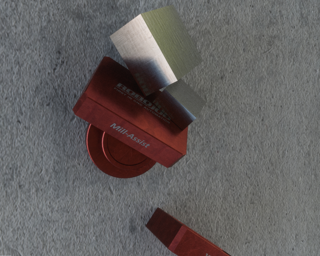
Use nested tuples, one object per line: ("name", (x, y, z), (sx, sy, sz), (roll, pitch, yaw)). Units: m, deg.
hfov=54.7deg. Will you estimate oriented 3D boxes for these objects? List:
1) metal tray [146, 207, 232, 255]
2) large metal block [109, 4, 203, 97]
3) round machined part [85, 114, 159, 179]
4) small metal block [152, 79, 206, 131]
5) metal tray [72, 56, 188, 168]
("metal tray", (0.052, 0.156, 0.395), (0.130, 0.090, 0.030), (37, 78, -17))
("large metal block", (-0.001, -0.096, 0.377), (0.080, 0.050, 0.080), (60, 38, -11))
("round machined part", (-0.040, 0.015, 0.382), (0.099, 0.042, 0.097), (-2, 95, -19))
("small metal block", (0.025, -0.032, 0.385), (0.050, 0.025, 0.050), (43, 34, -3))
("metal tray", (-0.027, -0.020, 0.368), (0.130, 0.030, 0.090), (32, 36, -18))
